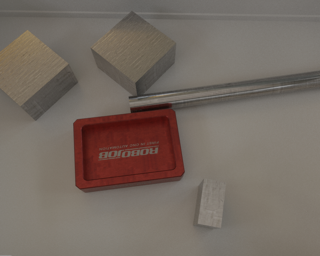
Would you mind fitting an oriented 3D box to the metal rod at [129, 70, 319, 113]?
[{"bbox_3d":[0.109,-0.052,0.429,0.302,0.025,0.025,-8,70,-4],"label":"metal rod"}]

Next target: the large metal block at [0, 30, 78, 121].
[{"bbox_3d":[-0.174,-0.071,0.420,0.080,0.050,0.080,39,74,13],"label":"large metal block"}]

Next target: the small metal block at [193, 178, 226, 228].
[{"bbox_3d":[0.057,0.090,0.364,0.025,0.050,0.050,10,70,3],"label":"small metal block"}]

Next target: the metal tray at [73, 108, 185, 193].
[{"bbox_3d":[-0.040,0.028,0.396,0.131,0.030,0.090,-7,70,-3],"label":"metal tray"}]

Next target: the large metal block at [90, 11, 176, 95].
[{"bbox_3d":[-0.035,-0.101,0.433,0.080,0.050,0.080,39,74,13],"label":"large metal block"}]
